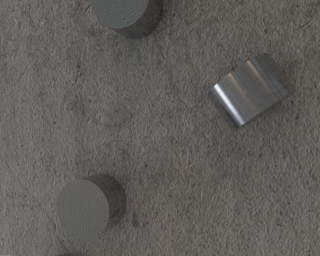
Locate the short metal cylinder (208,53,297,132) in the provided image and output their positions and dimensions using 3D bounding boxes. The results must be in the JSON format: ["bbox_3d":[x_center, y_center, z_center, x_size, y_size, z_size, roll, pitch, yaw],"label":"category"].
[{"bbox_3d":[0.101,-0.038,0.344,0.080,0.080,0.050,-36,79,16],"label":"short metal cylinder"}]

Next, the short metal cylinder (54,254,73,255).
[{"bbox_3d":[-0.158,0.218,0.436,0.080,0.080,0.050,-16,85,19],"label":"short metal cylinder"}]

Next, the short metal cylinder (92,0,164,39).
[{"bbox_3d":[-0.041,-0.164,0.410,0.080,0.050,0.080,0,90,20],"label":"short metal cylinder"}]

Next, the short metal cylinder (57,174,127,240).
[{"bbox_3d":[-0.093,0.107,0.429,0.080,0.050,0.080,0,90,20],"label":"short metal cylinder"}]
